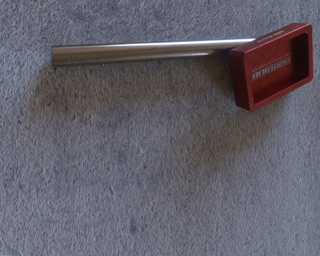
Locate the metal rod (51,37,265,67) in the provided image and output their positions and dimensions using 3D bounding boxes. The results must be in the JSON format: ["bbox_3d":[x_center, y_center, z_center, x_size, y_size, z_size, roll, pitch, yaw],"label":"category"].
[{"bbox_3d":[0.014,-0.104,0.415,0.303,0.025,0.025,-8,93,-20],"label":"metal rod"}]

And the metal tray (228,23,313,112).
[{"bbox_3d":[0.166,-0.090,0.453,0.131,0.030,0.089,-26,120,-18],"label":"metal tray"}]
